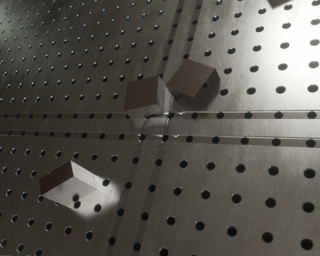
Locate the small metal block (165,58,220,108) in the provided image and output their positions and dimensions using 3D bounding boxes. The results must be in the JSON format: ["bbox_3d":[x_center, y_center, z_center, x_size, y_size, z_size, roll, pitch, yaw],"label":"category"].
[{"bbox_3d":[0.045,-0.062,0.422,0.050,0.025,0.050,29,77,37],"label":"small metal block"}]

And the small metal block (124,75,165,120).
[{"bbox_3d":[-0.021,-0.044,0.445,0.050,0.025,0.050,-10,58,22],"label":"small metal block"}]

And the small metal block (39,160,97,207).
[{"bbox_3d":[-0.120,0.074,0.408,0.050,0.050,0.025,-31,52,8],"label":"small metal block"}]
